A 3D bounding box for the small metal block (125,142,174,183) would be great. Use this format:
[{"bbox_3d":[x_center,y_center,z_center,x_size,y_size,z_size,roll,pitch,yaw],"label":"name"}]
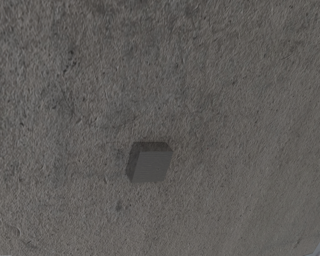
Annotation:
[{"bbox_3d":[-0.015,0.047,0.427,0.050,0.025,0.050,2,118,-29],"label":"small metal block"}]
